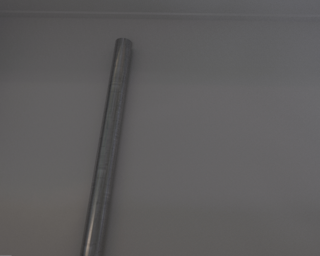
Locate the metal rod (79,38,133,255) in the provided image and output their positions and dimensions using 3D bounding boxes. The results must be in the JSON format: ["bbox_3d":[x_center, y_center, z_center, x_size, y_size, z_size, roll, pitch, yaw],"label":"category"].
[{"bbox_3d":[-0.067,0.015,0.403,0.025,0.025,0.299,5,70,2],"label":"metal rod"}]
